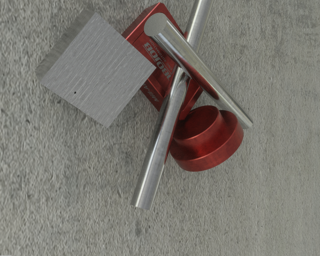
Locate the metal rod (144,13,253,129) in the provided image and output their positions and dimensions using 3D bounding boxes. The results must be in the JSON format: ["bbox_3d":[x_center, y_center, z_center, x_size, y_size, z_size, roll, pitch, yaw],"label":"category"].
[{"bbox_3d":[0.072,-0.053,0.411,0.301,0.025,0.025,30,71,-54],"label":"metal rod"}]

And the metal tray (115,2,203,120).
[{"bbox_3d":[0.006,-0.083,0.408,0.130,0.030,0.090,50,61,-29],"label":"metal tray"}]

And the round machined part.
[{"bbox_3d":[0.055,0.007,0.406,0.098,0.098,0.042,-50,120,-29],"label":"round machined part"}]

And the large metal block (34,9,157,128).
[{"bbox_3d":[-0.066,-0.060,0.316,0.080,0.050,0.080,38,91,-34],"label":"large metal block"}]

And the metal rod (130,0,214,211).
[{"bbox_3d":[0.022,-0.049,0.385,0.025,0.025,0.299,28,73,-37],"label":"metal rod"}]
